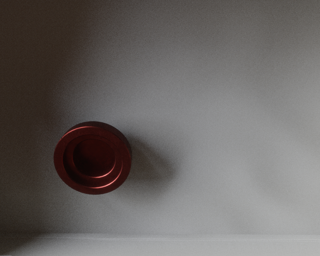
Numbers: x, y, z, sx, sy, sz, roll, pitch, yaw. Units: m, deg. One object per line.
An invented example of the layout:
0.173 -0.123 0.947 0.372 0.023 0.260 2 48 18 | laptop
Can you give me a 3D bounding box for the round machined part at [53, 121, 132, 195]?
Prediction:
-0.086 0.036 0.414 0.099 0.042 0.097 0 110 -1 | round machined part
